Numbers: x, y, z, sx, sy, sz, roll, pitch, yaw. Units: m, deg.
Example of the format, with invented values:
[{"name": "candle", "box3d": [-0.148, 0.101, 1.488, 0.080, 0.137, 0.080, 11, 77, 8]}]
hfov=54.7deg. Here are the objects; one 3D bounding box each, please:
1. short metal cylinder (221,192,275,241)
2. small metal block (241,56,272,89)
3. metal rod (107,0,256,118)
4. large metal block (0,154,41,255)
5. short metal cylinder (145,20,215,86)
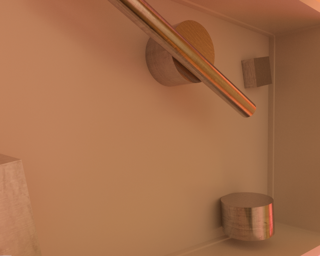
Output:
[{"name": "short metal cylinder", "box3d": [0.139, 0.137, 0.491, 0.081, 0.080, 0.050, -7, 95, -40]}, {"name": "small metal block", "box3d": [0.174, -0.100, 0.556, 0.050, 0.025, 0.050, -16, 101, -39]}, {"name": "metal rod", "box3d": [0.025, -0.092, 0.364, 0.301, 0.025, 0.025, 33, 70, -35]}, {"name": "large metal block", "box3d": [-0.143, 0.067, 0.252, 0.050, 0.080, 0.079, -15, 100, -39]}, {"name": "short metal cylinder", "box3d": [0.028, -0.098, 0.415, 0.081, 0.050, 0.079, 0, 90, -40]}]
